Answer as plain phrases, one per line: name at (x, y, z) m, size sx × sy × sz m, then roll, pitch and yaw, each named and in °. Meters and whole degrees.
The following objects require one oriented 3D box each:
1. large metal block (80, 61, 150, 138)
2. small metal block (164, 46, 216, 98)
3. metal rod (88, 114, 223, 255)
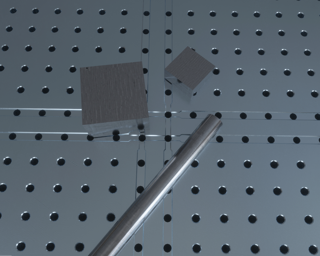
large metal block at (-0.058, -0.037, 0.411) m, size 0.081 × 0.050 × 0.080 m, roll -7°, pitch 70°, yaw -3°
small metal block at (0.042, -0.080, 0.441) m, size 0.050 × 0.025 × 0.050 m, roll 40°, pitch 74°, yaw 13°
metal rod at (-0.022, 0.098, 0.375) m, size 0.025 × 0.025 × 0.301 m, roll 38°, pitch 74°, yaw 12°
